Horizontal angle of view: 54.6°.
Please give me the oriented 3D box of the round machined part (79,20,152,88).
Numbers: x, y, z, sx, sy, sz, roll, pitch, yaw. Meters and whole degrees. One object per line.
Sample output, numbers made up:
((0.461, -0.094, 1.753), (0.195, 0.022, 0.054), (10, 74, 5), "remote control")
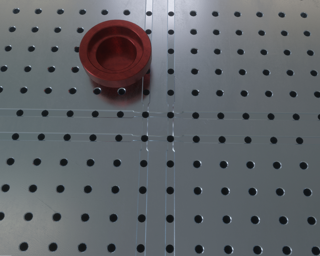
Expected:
((-0.061, -0.100, 0.439), (0.099, 0.042, 0.098), (0, 70, 0), "round machined part")
